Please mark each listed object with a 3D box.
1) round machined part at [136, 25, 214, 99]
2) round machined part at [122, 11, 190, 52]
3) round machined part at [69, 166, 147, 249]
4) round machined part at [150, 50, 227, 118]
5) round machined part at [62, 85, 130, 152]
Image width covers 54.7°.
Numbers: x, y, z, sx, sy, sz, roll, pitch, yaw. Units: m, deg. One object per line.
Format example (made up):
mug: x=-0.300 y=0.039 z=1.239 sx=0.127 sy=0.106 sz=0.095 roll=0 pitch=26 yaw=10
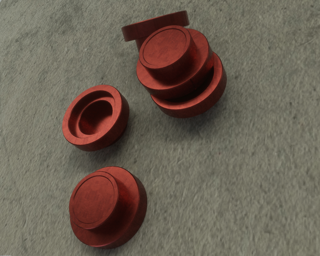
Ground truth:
round machined part: x=0.013 y=-0.088 z=0.385 sx=0.098 sy=0.042 sz=0.098 roll=-13 pitch=57 yaw=21
round machined part: x=-0.004 y=-0.140 z=0.459 sx=0.098 sy=0.042 sz=0.098 roll=-14 pitch=17 yaw=5
round machined part: x=-0.069 y=0.091 z=0.372 sx=0.098 sy=0.042 sz=0.098 roll=-13 pitch=56 yaw=20
round machined part: x=0.039 y=-0.055 z=0.405 sx=0.098 sy=0.042 sz=0.098 roll=-13 pitch=56 yaw=20
round machined part: x=-0.086 y=-0.010 z=0.443 sx=0.098 sy=0.042 sz=0.098 roll=-13 pitch=56 yaw=20
